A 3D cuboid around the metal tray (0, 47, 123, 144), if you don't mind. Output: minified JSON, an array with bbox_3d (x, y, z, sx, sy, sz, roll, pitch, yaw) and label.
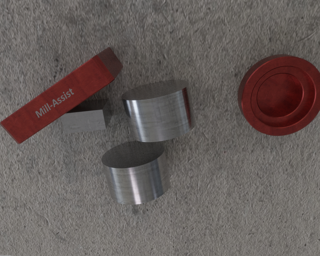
[{"bbox_3d":[-0.108,-0.041,0.358,0.130,0.090,0.030,-32,107,11],"label":"metal tray"}]

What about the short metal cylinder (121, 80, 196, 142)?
[{"bbox_3d":[-0.001,-0.023,0.372,0.080,0.080,0.050,-11,110,4],"label":"short metal cylinder"}]

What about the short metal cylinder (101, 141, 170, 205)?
[{"bbox_3d":[-0.030,0.055,0.400,0.080,0.080,0.050,-8,110,3],"label":"short metal cylinder"}]

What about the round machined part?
[{"bbox_3d":[0.146,-0.043,0.387,0.099,0.042,0.097,0,110,0],"label":"round machined part"}]

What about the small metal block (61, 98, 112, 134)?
[{"bbox_3d":[-0.091,-0.016,0.390,0.050,0.050,0.025,-6,110,2],"label":"small metal block"}]
